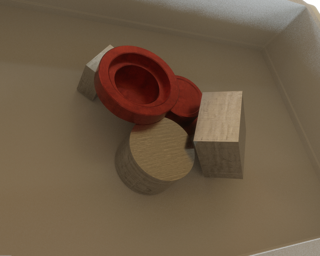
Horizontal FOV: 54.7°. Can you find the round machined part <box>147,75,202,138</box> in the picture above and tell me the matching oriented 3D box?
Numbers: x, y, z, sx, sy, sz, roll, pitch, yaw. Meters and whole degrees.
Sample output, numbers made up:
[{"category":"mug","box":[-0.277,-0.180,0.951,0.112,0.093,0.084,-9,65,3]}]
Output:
[{"category":"round machined part","box":[0.021,-0.033,0.424,0.099,0.042,0.098,14,56,-21]}]

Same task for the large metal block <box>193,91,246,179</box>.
[{"category":"large metal block","box":[0.081,0.010,0.399,0.050,0.080,0.080,0,50,20]}]

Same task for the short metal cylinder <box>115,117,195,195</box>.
[{"category":"short metal cylinder","box":[-0.007,0.033,0.365,0.081,0.050,0.080,14,56,-21]}]

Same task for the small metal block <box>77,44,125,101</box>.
[{"category":"small metal block","box":[-0.074,-0.069,0.390,0.025,0.050,0.050,38,51,-3]}]

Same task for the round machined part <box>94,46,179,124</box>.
[{"category":"round machined part","box":[-0.030,-0.047,0.369,0.099,0.042,0.098,14,56,-21]}]
